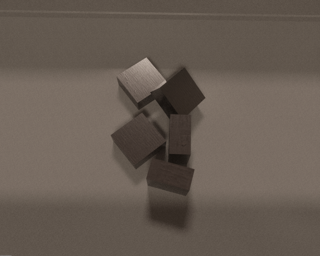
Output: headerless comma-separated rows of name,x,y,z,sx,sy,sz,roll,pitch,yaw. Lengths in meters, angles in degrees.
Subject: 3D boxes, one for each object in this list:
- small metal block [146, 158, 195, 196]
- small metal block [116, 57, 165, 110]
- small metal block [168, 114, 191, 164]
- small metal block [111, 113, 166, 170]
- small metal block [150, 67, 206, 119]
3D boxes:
small metal block,0.012,0.060,0.374,0.050,0.050,0.025,15,71,5
small metal block,-0.024,-0.062,0.432,0.050,0.025,0.050,-35,74,-12
small metal block,0.024,0.015,0.391,0.025,0.050,0.050,2,70,1
small metal block,-0.027,0.017,0.403,0.050,0.025,0.050,-37,75,-13
small metal block,0.024,-0.043,0.409,0.050,0.025,0.050,-43,104,-28
